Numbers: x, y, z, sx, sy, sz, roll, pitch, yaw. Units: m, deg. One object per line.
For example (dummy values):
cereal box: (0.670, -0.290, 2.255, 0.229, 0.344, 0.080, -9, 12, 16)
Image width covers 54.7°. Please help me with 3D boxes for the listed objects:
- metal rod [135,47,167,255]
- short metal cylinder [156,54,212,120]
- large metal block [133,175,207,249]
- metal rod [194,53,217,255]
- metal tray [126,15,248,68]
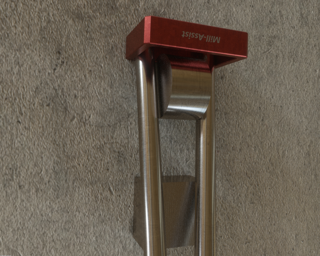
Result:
metal rod: (-0.011, 0.042, 0.359, 0.025, 0.025, 0.299, 2, 74, -20)
short metal cylinder: (0.023, -0.050, 0.391, 0.050, 0.080, 0.079, 2, 90, -21)
large metal block: (0.011, 0.105, 0.400, 0.081, 0.050, 0.079, 2, 90, -20)
metal rod: (0.056, 0.046, 0.383, 0.025, 0.025, 0.299, 9, 72, -20)
metal tray: (0.031, -0.102, 0.388, 0.131, 0.090, 0.030, 2, 90, -20)
